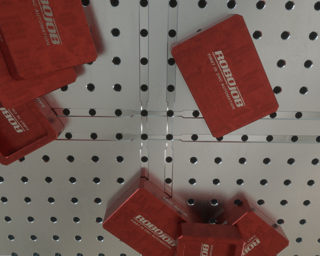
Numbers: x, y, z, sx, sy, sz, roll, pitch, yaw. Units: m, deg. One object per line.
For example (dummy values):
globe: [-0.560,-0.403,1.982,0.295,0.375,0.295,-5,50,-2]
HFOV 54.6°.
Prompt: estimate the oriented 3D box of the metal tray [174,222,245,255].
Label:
metal tray: [0.065,0.202,0.452,0.090,0.030,0.129,4,110,-2]

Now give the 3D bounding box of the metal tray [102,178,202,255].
metal tray: [-0.007,0.146,0.464,0.130,0.030,0.090,40,105,-14]

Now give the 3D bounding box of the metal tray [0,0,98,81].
metal tray: [-0.130,-0.125,0.331,0.091,0.030,0.129,-24,107,-33]

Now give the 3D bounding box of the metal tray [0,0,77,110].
metal tray: [-0.163,-0.097,0.348,0.091,0.030,0.129,-31,112,-28]

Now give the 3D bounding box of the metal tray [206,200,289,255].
metal tray: [0.118,0.184,0.479,0.090,0.030,0.130,40,105,-14]

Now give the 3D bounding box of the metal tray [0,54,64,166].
metal tray: [-0.200,-0.026,0.399,0.090,0.030,0.130,-27,108,9]

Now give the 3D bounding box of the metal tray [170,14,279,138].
metal tray: [0.081,-0.062,0.388,0.090,0.030,0.130,-26,108,9]
